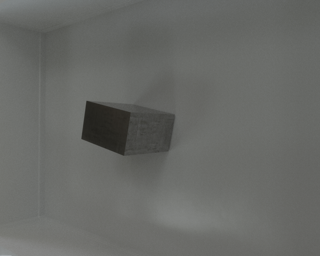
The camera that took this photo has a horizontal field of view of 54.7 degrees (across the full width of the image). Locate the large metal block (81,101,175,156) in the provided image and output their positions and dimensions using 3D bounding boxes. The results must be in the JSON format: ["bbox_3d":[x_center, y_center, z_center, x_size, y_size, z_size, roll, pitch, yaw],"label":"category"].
[{"bbox_3d":[-0.041,-0.002,0.399,0.080,0.081,0.050,16,100,38],"label":"large metal block"}]
